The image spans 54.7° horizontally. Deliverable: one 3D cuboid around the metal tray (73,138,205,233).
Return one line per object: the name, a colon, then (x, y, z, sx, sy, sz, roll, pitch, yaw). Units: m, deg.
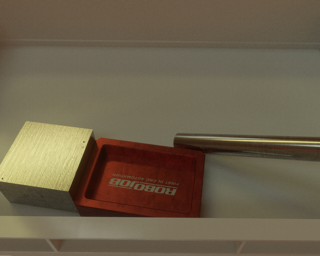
metal tray: (-0.019, 0.062, 0.349, 0.131, 0.030, 0.090, 7, 50, 5)

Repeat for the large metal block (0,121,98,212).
large metal block: (-0.123, 0.043, 0.351, 0.080, 0.050, 0.080, 7, 50, 5)

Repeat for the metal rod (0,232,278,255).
metal rod: (-0.039, 0.117, 0.306, 0.302, 0.025, 0.025, 1, 50, 0)

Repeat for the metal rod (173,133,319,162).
metal rod: (0.150, 0.021, 0.312, 0.300, 0.025, 0.025, 1, 45, 32)
